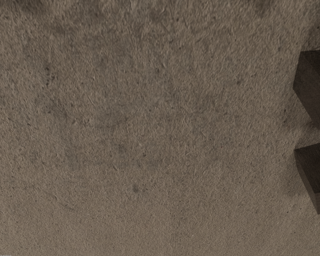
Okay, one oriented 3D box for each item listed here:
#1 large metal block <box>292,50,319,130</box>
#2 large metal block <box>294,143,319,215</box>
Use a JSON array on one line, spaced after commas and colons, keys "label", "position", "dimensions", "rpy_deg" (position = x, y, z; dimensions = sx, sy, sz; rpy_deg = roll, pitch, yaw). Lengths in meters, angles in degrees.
[{"label": "large metal block", "position": [0.202, -0.045, 0.336], "dimensions": [0.080, 0.080, 0.050], "rpy_deg": [-4, 130, 3]}, {"label": "large metal block", "position": [0.243, 0.063, 0.429], "dimensions": [0.080, 0.080, 0.050], "rpy_deg": [-18, 128, 14]}]
